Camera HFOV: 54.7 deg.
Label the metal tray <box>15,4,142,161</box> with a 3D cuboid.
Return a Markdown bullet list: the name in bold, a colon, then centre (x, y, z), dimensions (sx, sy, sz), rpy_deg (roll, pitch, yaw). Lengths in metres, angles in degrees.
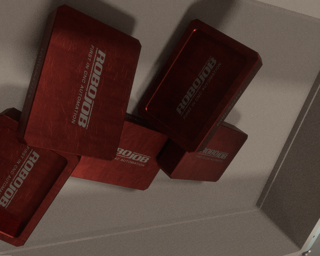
- **metal tray**: centre (-0.076, -0.039, 0.304), dimensions (0.091, 0.030, 0.129), rpy_deg (17, 81, -35)

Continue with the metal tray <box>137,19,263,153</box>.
- **metal tray**: centre (0.043, -0.047, 0.361), dimensions (0.129, 0.090, 0.030), rpy_deg (-57, 159, 13)

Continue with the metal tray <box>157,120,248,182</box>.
- **metal tray**: centre (0.065, 0.030, 0.440), dimensions (0.131, 0.030, 0.090), rpy_deg (16, 110, -51)

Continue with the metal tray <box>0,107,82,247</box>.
- **metal tray**: centre (-0.155, 0.055, 0.333), dimensions (0.090, 0.030, 0.129), rpy_deg (32, 101, -15)

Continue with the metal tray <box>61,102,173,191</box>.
- **metal tray**: centre (-0.052, 0.027, 0.395), dimensions (0.131, 0.030, 0.090), rpy_deg (20, 108, -36)
